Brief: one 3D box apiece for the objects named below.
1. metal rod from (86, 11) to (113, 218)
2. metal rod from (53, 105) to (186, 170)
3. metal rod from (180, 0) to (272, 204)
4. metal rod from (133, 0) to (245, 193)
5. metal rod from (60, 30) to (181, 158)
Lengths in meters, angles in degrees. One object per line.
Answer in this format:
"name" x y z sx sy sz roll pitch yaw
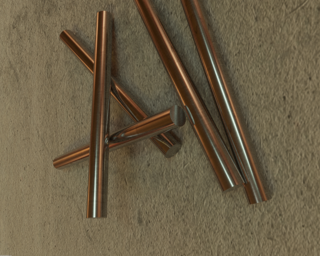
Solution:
"metal rod" -0.081 -0.031 0.427 0.025 0.025 0.299 -18 65 38
"metal rod" -0.080 0.024 0.448 0.299 0.025 0.025 -21 77 45
"metal rod" 0.063 -0.065 0.352 0.025 0.025 0.299 -26 74 37
"metal rod" 0.022 -0.066 0.372 0.025 0.025 0.299 -39 62 33
"metal rod" -0.073 -0.065 0.465 0.300 0.025 0.025 47 118 30
